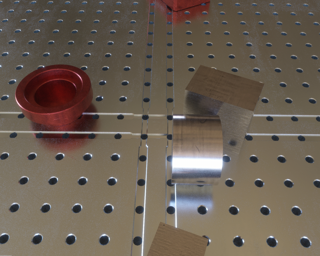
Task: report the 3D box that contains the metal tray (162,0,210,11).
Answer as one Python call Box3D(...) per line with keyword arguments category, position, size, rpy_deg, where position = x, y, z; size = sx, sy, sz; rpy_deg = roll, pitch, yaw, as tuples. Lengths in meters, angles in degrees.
Box3D(category="metal tray", position=(0.037, -0.301, 0.657), size=(0.091, 0.030, 0.130), rpy_deg=(-23, 54, -18))

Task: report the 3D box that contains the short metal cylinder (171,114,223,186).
Box3D(category="short metal cylinder", position=(0.039, 0.024, 0.352), size=(0.050, 0.080, 0.080), rpy_deg=(1, 50, 1))

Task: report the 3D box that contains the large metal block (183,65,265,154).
Box3D(category="large metal block", position=(0.076, -0.023, 0.392), size=(0.080, 0.080, 0.050), rpy_deg=(20, 53, 16))

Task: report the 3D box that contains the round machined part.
Box3D(category="round machined part", position=(-0.142, -0.041, 0.430), size=(0.099, 0.042, 0.098), rpy_deg=(0, 50, 0))

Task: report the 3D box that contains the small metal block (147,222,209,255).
Box3D(category="small metal block", position=(0.015, 0.127, 0.301), size=(0.050, 0.025, 0.050), rpy_deg=(16, 52, 13))
